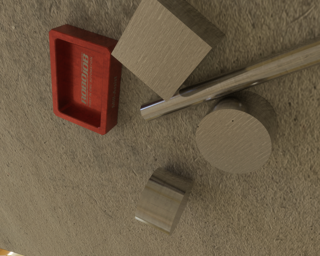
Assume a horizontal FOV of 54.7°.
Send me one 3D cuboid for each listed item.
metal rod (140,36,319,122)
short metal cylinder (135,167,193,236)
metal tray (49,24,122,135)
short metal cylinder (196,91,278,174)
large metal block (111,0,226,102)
[{"bbox_3d":[0.101,-0.057,0.318,0.300,0.025,0.025,-17,109,34],"label":"metal rod"},{"bbox_3d":[0.007,0.101,0.430,0.050,0.080,0.079,22,127,15],"label":"short metal cylinder"},{"bbox_3d":[-0.100,-0.062,0.417,0.090,0.030,0.129,21,127,15],"label":"metal tray"},{"bbox_3d":[0.087,0.004,0.348,0.080,0.050,0.079,13,124,21],"label":"short metal cylinder"},{"bbox_3d":[0.008,-0.089,0.331,0.080,0.050,0.080,41,129,0],"label":"large metal block"}]
